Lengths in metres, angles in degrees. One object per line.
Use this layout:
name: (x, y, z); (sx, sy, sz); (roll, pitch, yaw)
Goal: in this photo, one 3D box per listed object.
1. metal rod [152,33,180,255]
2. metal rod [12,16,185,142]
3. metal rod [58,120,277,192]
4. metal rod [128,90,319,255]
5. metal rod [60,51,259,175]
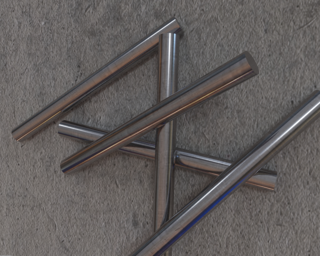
metal rod: (0.006, 0.037, 0.379); (0.025, 0.025, 0.298); (2, 90, 20)
metal rod: (-0.099, -0.061, 0.443); (0.300, 0.025, 0.025); (-30, 80, 17)
metal rod: (-0.005, 0.032, 0.410); (0.301, 0.025, 0.025); (13, 94, 19)
metal rod: (0.071, 0.067, 0.350); (0.300, 0.025, 0.025); (-42, 77, 2)
metal rod: (-0.025, -0.002, 0.370); (0.299, 0.025, 0.025); (-28, 81, 33)
